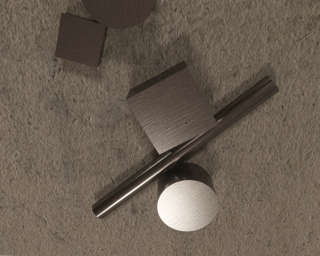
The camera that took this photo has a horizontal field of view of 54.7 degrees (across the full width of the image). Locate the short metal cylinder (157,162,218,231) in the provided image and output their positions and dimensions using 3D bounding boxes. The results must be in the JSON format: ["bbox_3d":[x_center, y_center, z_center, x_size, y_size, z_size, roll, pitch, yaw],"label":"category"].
[{"bbox_3d":[0.037,0.095,0.432,0.081,0.050,0.079,0,110,-1],"label":"short metal cylinder"}]

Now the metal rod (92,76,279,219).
[{"bbox_3d":[0.026,0.033,0.422,0.300,0.025,0.025,-37,106,12],"label":"metal rod"}]

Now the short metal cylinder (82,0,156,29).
[{"bbox_3d":[-0.043,-0.151,0.340,0.081,0.050,0.079,0,110,-1],"label":"short metal cylinder"}]

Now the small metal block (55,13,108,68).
[{"bbox_3d":[-0.093,-0.105,0.370,0.050,0.025,0.050,14,109,-6],"label":"small metal block"}]

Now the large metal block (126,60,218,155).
[{"bbox_3d":[0.015,-0.026,0.387,0.080,0.050,0.080,-28,108,9],"label":"large metal block"}]
